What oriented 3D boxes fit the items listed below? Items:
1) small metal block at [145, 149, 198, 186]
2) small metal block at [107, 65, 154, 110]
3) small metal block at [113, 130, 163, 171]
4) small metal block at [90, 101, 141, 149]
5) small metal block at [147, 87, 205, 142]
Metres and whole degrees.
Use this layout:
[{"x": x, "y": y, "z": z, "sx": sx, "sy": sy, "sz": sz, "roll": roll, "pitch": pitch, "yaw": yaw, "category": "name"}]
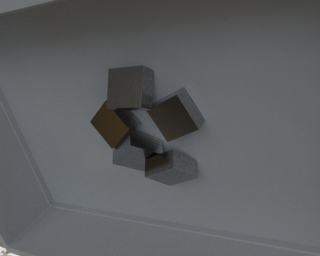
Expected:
[{"x": 0.015, "y": 0.055, "z": 0.418, "sx": 0.050, "sy": 0.025, "sz": 0.050, "roll": -24, "pitch": 142, "yaw": 37, "category": "small metal block"}, {"x": -0.037, "y": -0.048, "z": 0.384, "sx": 0.050, "sy": 0.025, "sz": 0.050, "roll": 1, "pitch": 86, "yaw": 28, "category": "small metal block"}, {"x": -0.031, "y": 0.033, "z": 0.430, "sx": 0.050, "sy": 0.025, "sz": 0.050, "roll": 18, "pitch": 136, "yaw": -29, "category": "small metal block"}, {"x": -0.063, "y": -0.008, "z": 0.432, "sx": 0.050, "sy": 0.025, "sz": 0.050, "roll": 50, "pitch": 129, "yaw": 6, "category": "small metal block"}, {"x": 0.020, "y": -0.016, "z": 0.388, "sx": 0.050, "sy": 0.025, "sz": 0.050, "roll": -24, "pitch": 106, "yaw": 36, "category": "small metal block"}]
